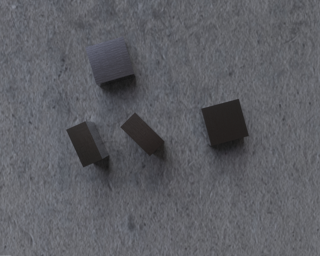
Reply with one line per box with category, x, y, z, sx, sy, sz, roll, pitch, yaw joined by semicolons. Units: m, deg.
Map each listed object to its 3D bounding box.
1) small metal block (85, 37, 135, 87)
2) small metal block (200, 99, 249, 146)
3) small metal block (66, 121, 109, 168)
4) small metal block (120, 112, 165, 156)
small metal block;-0.064;-0.087;0.409;0.050;0.025;0.050;-16;90;-1
small metal block;0.084;-0.007;0.411;0.050;0.025;0.050;-15;90;-1
small metal block;-0.091;0.020;0.396;0.025;0.050;0.050;-24;90;0
small metal block;-0.021;0.007;0.397;0.050;0.050;0.025;45;90;-1
